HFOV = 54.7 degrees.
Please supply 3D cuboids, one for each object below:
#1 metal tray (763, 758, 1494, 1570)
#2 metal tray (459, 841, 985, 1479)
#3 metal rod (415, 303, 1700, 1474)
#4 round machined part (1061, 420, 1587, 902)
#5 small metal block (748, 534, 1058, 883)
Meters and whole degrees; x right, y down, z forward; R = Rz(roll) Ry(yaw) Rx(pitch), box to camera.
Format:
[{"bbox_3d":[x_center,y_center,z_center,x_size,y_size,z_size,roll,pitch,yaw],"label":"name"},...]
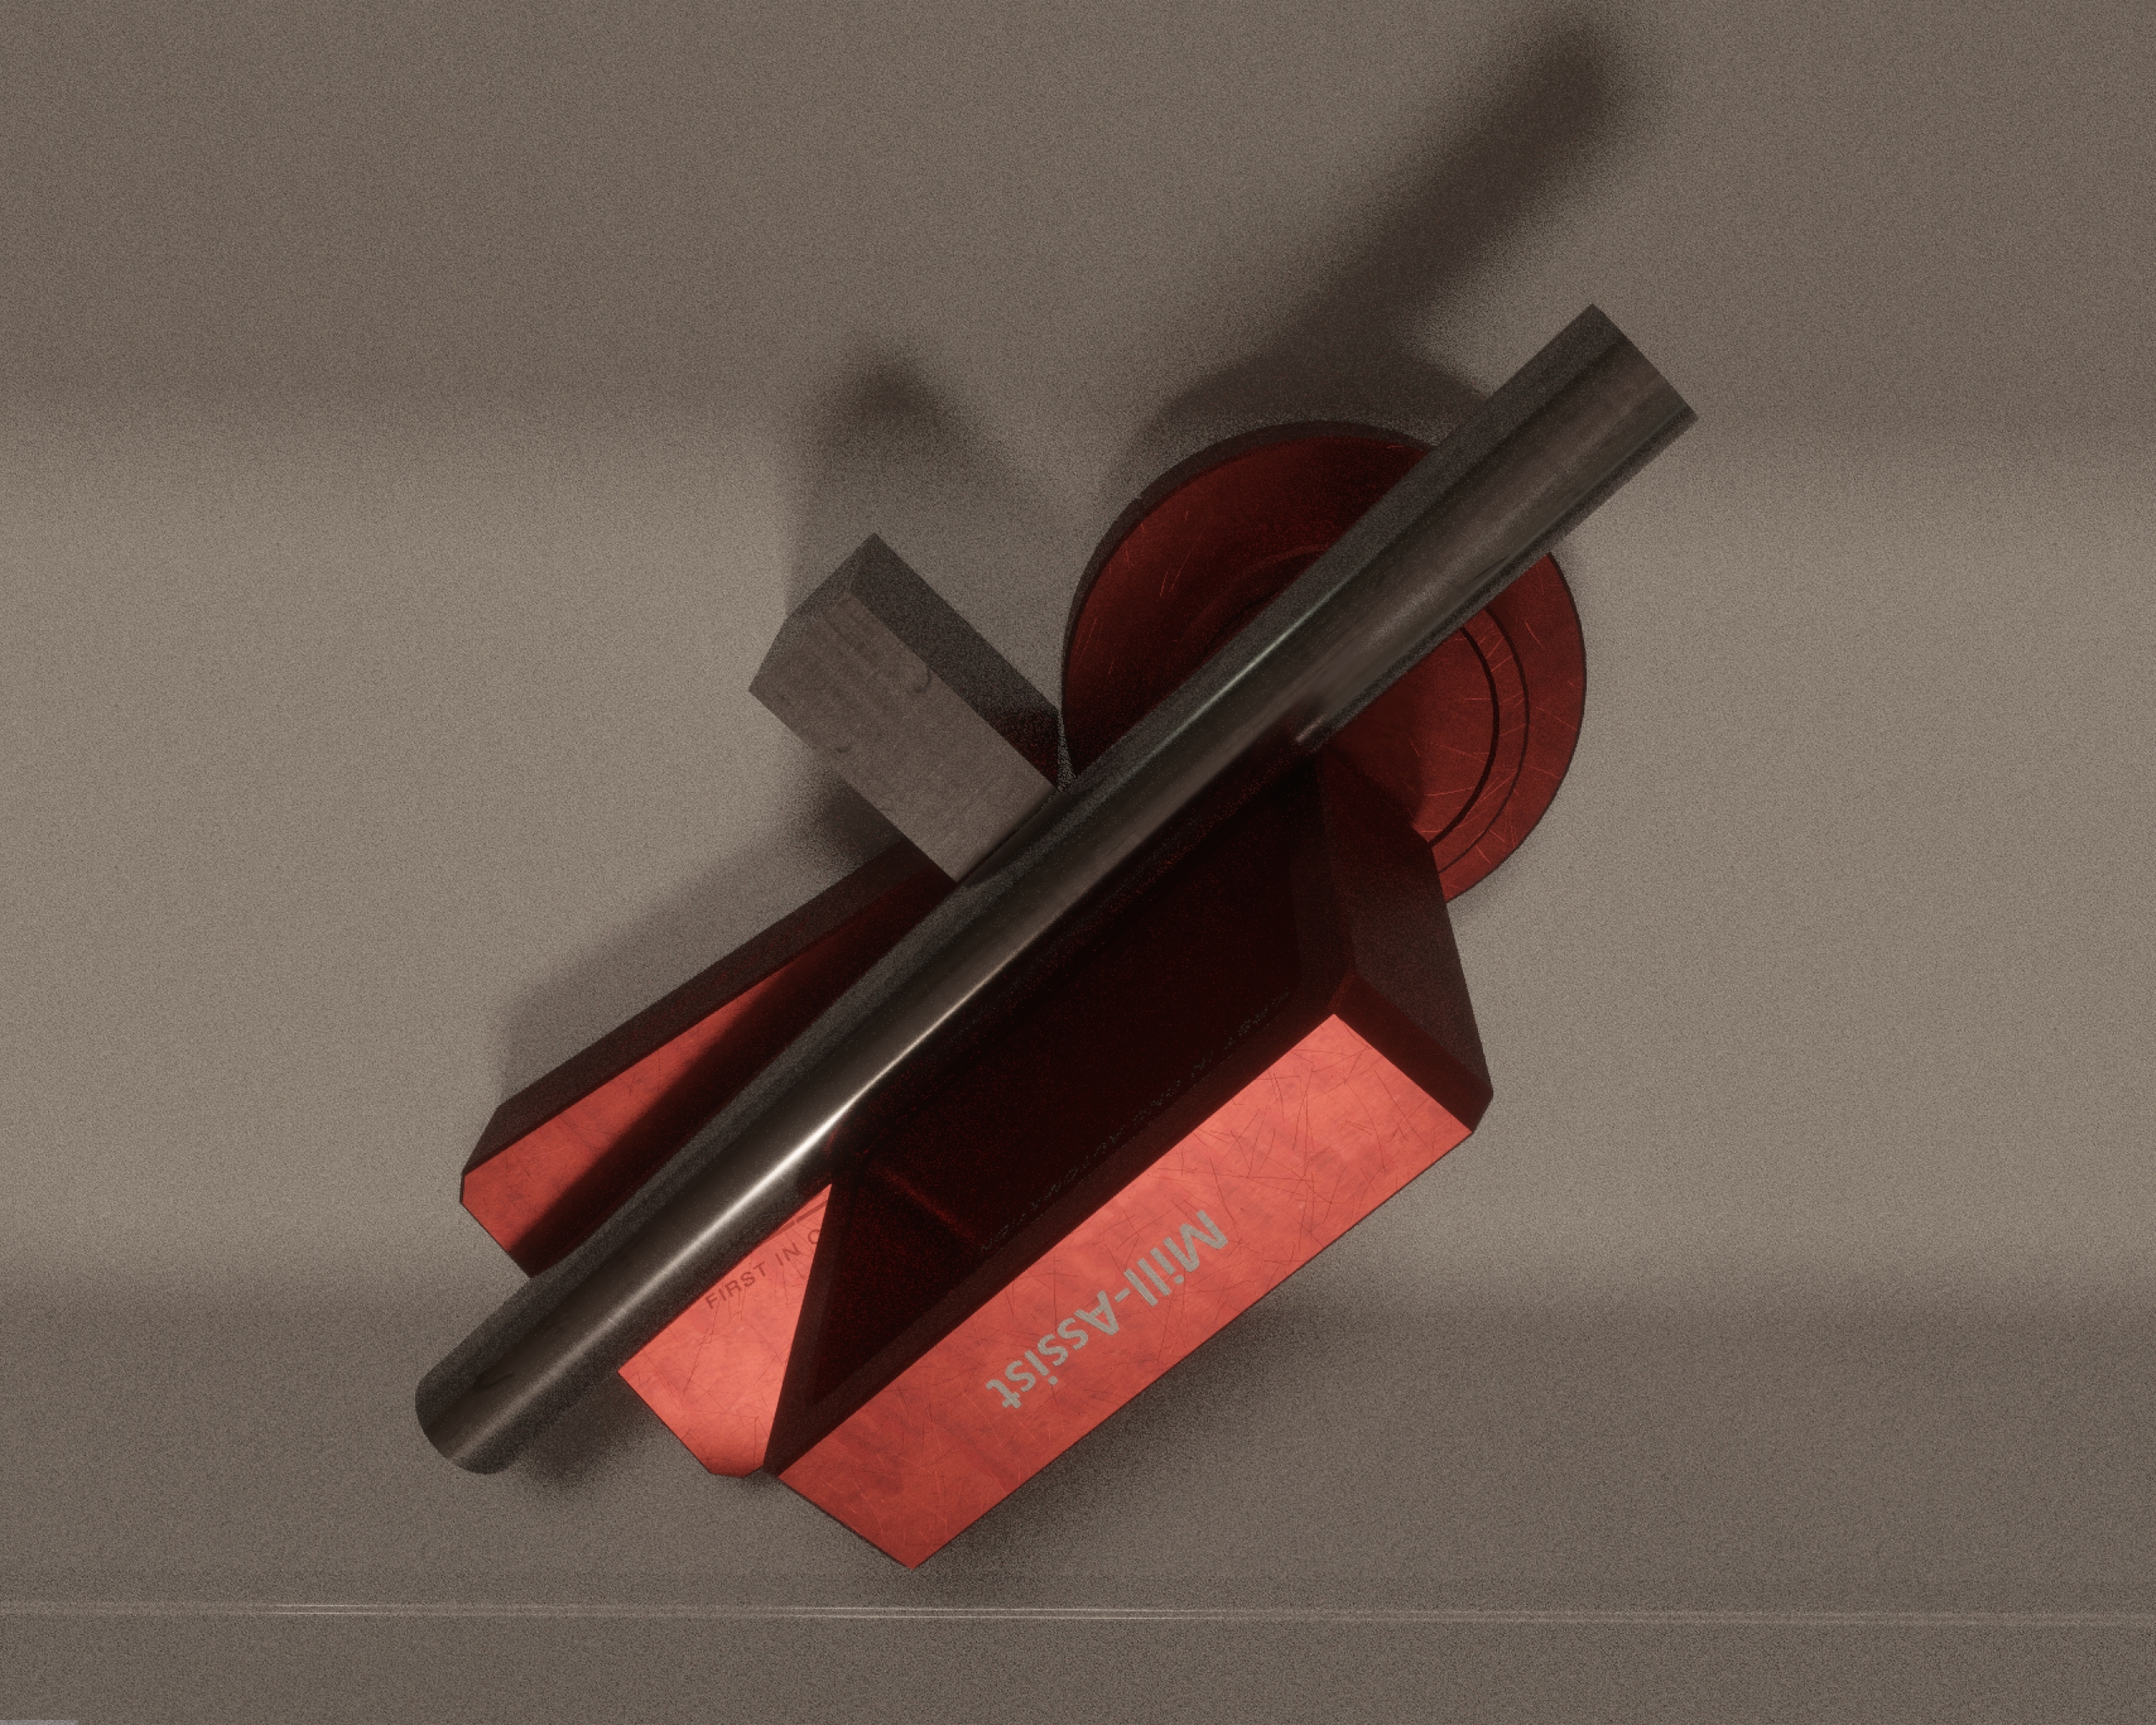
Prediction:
[{"bbox_3d":[0.006,0.047,0.352,0.030,0.090,0.130,41,111,-17],"label":"metal tray"},{"bbox_3d":[-0.047,0.059,0.428,0.130,0.030,0.090,-33,107,11],"label":"metal tray"},{"bbox_3d":[-0.016,0.016,0.374,0.299,0.025,0.025,-42,105,18],"label":"metal rod"},{"bbox_3d":[0.046,-0.031,0.390,0.099,0.042,0.097,0,110,-1],"label":"round machined part"},{"bbox_3d":[-0.030,-0.030,0.385,0.025,0.050,0.050,-43,105,14],"label":"small metal block"}]
